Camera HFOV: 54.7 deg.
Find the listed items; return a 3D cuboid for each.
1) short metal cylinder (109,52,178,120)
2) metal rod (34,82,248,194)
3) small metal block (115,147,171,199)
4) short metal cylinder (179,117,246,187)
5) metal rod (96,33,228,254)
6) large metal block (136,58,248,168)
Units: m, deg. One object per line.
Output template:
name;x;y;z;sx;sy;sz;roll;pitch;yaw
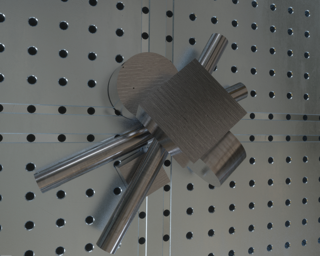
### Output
short metal cylinder;-0.020;-0.050;0.388;0.081;0.050;0.079;0;90;-20
metal rod;-0.010;0.005;0.405;0.302;0.025;0.025;-25;99;-19
small metal block;-0.023;0.059;0.401;0.050;0.025;0.050;-30;100;-18
short metal cylinder;0.064;0.031;0.404;0.050;0.080;0.080;-45;104;-13
metal rod;0.008;0.011;0.386;0.025;0.025;0.300;32;79;-17
large metal block;0.032;-0.014;0.340;0.080;0.050;0.080;-41;86;-15
